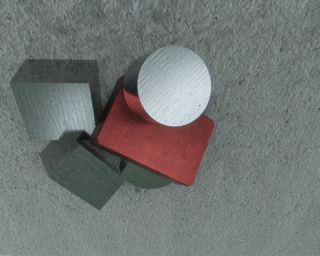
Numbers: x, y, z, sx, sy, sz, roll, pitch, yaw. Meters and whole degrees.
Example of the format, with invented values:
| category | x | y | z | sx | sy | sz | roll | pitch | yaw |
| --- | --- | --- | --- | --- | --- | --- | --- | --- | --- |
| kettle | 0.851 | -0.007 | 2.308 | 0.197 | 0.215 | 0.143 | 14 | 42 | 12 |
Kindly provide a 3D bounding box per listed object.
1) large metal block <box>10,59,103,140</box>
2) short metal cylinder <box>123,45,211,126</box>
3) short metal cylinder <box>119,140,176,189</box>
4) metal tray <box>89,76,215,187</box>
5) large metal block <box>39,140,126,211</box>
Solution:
| category | x | y | z | sx | sy | sz | roll | pitch | yaw |
| --- | --- | --- | --- | --- | --- | --- | --- | --- | --- |
| large metal block | -0.114 | -0.032 | 0.361 | 0.081 | 0.050 | 0.079 | 1 | 130 | -1 |
| short metal cylinder | 0.006 | -0.043 | 0.330 | 0.081 | 0.050 | 0.079 | -2 | 95 | -23 |
| short metal cylinder | -0.013 | 0.039 | 0.426 | 0.081 | 0.050 | 0.079 | 0 | 130 | 0 |
| metal tray | -0.005 | 0.004 | 0.371 | 0.131 | 0.090 | 0.030 | 29 | 164 | -22 |
| large metal block | -0.103 | 0.051 | 0.406 | 0.050 | 0.080 | 0.080 | -50 | 122 | -7 |
